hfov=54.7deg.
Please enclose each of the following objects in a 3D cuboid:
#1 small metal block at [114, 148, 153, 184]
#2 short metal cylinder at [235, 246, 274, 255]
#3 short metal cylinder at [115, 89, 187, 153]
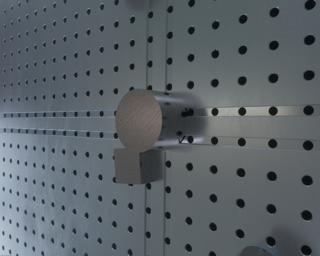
[{"bbox_3d":[-0.038,0.053,0.441,0.050,0.025,0.050,-6,86,39],"label":"small metal block"},{"bbox_3d":[0.092,0.163,0.297,0.080,0.081,0.050,51,120,27],"label":"short metal cylinder"},{"bbox_3d":[-0.012,-0.009,0.403,0.080,0.050,0.079,0,90,40],"label":"short metal cylinder"}]
